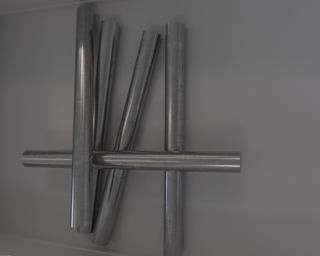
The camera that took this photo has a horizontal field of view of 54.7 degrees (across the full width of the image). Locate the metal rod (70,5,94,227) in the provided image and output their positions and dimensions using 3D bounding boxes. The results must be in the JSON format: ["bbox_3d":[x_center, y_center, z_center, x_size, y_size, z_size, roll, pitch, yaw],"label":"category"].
[{"bbox_3d":[-0.101,-0.027,0.408,0.025,0.025,0.299,-9,73,20],"label":"metal rod"}]

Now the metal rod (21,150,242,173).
[{"bbox_3d":[-0.050,0.042,0.400,0.301,0.025,0.025,-1,90,20],"label":"metal rod"}]

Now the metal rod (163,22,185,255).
[{"bbox_3d":[0.018,0.015,0.403,0.025,0.025,0.298,1,90,20],"label":"metal rod"}]

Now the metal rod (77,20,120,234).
[{"bbox_3d":[-0.089,0.001,0.441,0.025,0.025,0.298,8,93,20],"label":"metal rod"}]

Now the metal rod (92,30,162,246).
[{"bbox_3d":[-0.047,0.017,0.427,0.025,0.025,0.298,16,95,19],"label":"metal rod"}]
